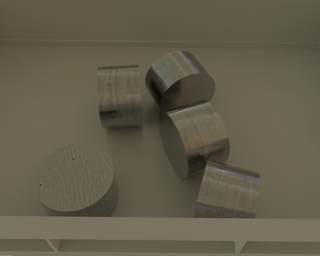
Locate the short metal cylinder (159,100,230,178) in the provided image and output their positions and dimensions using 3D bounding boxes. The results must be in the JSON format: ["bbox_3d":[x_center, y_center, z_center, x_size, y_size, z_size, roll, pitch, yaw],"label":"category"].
[{"bbox_3d":[0.037,0.012,0.360,0.050,0.080,0.080,-18,53,-15],"label":"short metal cylinder"}]

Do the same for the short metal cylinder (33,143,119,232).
[{"bbox_3d":[-0.087,0.063,0.334,0.081,0.050,0.080,0,50,0],"label":"short metal cylinder"}]

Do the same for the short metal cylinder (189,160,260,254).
[{"bbox_3d":[0.063,0.076,0.306,0.050,0.080,0.080,13,51,10],"label":"short metal cylinder"}]

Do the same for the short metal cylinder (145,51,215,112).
[{"bbox_3d":[0.027,-0.056,0.417,0.081,0.080,0.050,-18,53,-15],"label":"short metal cylinder"}]

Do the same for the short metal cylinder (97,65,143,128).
[{"bbox_3d":[-0.051,-0.041,0.403,0.050,0.080,0.080,-4,50,-4],"label":"short metal cylinder"}]
